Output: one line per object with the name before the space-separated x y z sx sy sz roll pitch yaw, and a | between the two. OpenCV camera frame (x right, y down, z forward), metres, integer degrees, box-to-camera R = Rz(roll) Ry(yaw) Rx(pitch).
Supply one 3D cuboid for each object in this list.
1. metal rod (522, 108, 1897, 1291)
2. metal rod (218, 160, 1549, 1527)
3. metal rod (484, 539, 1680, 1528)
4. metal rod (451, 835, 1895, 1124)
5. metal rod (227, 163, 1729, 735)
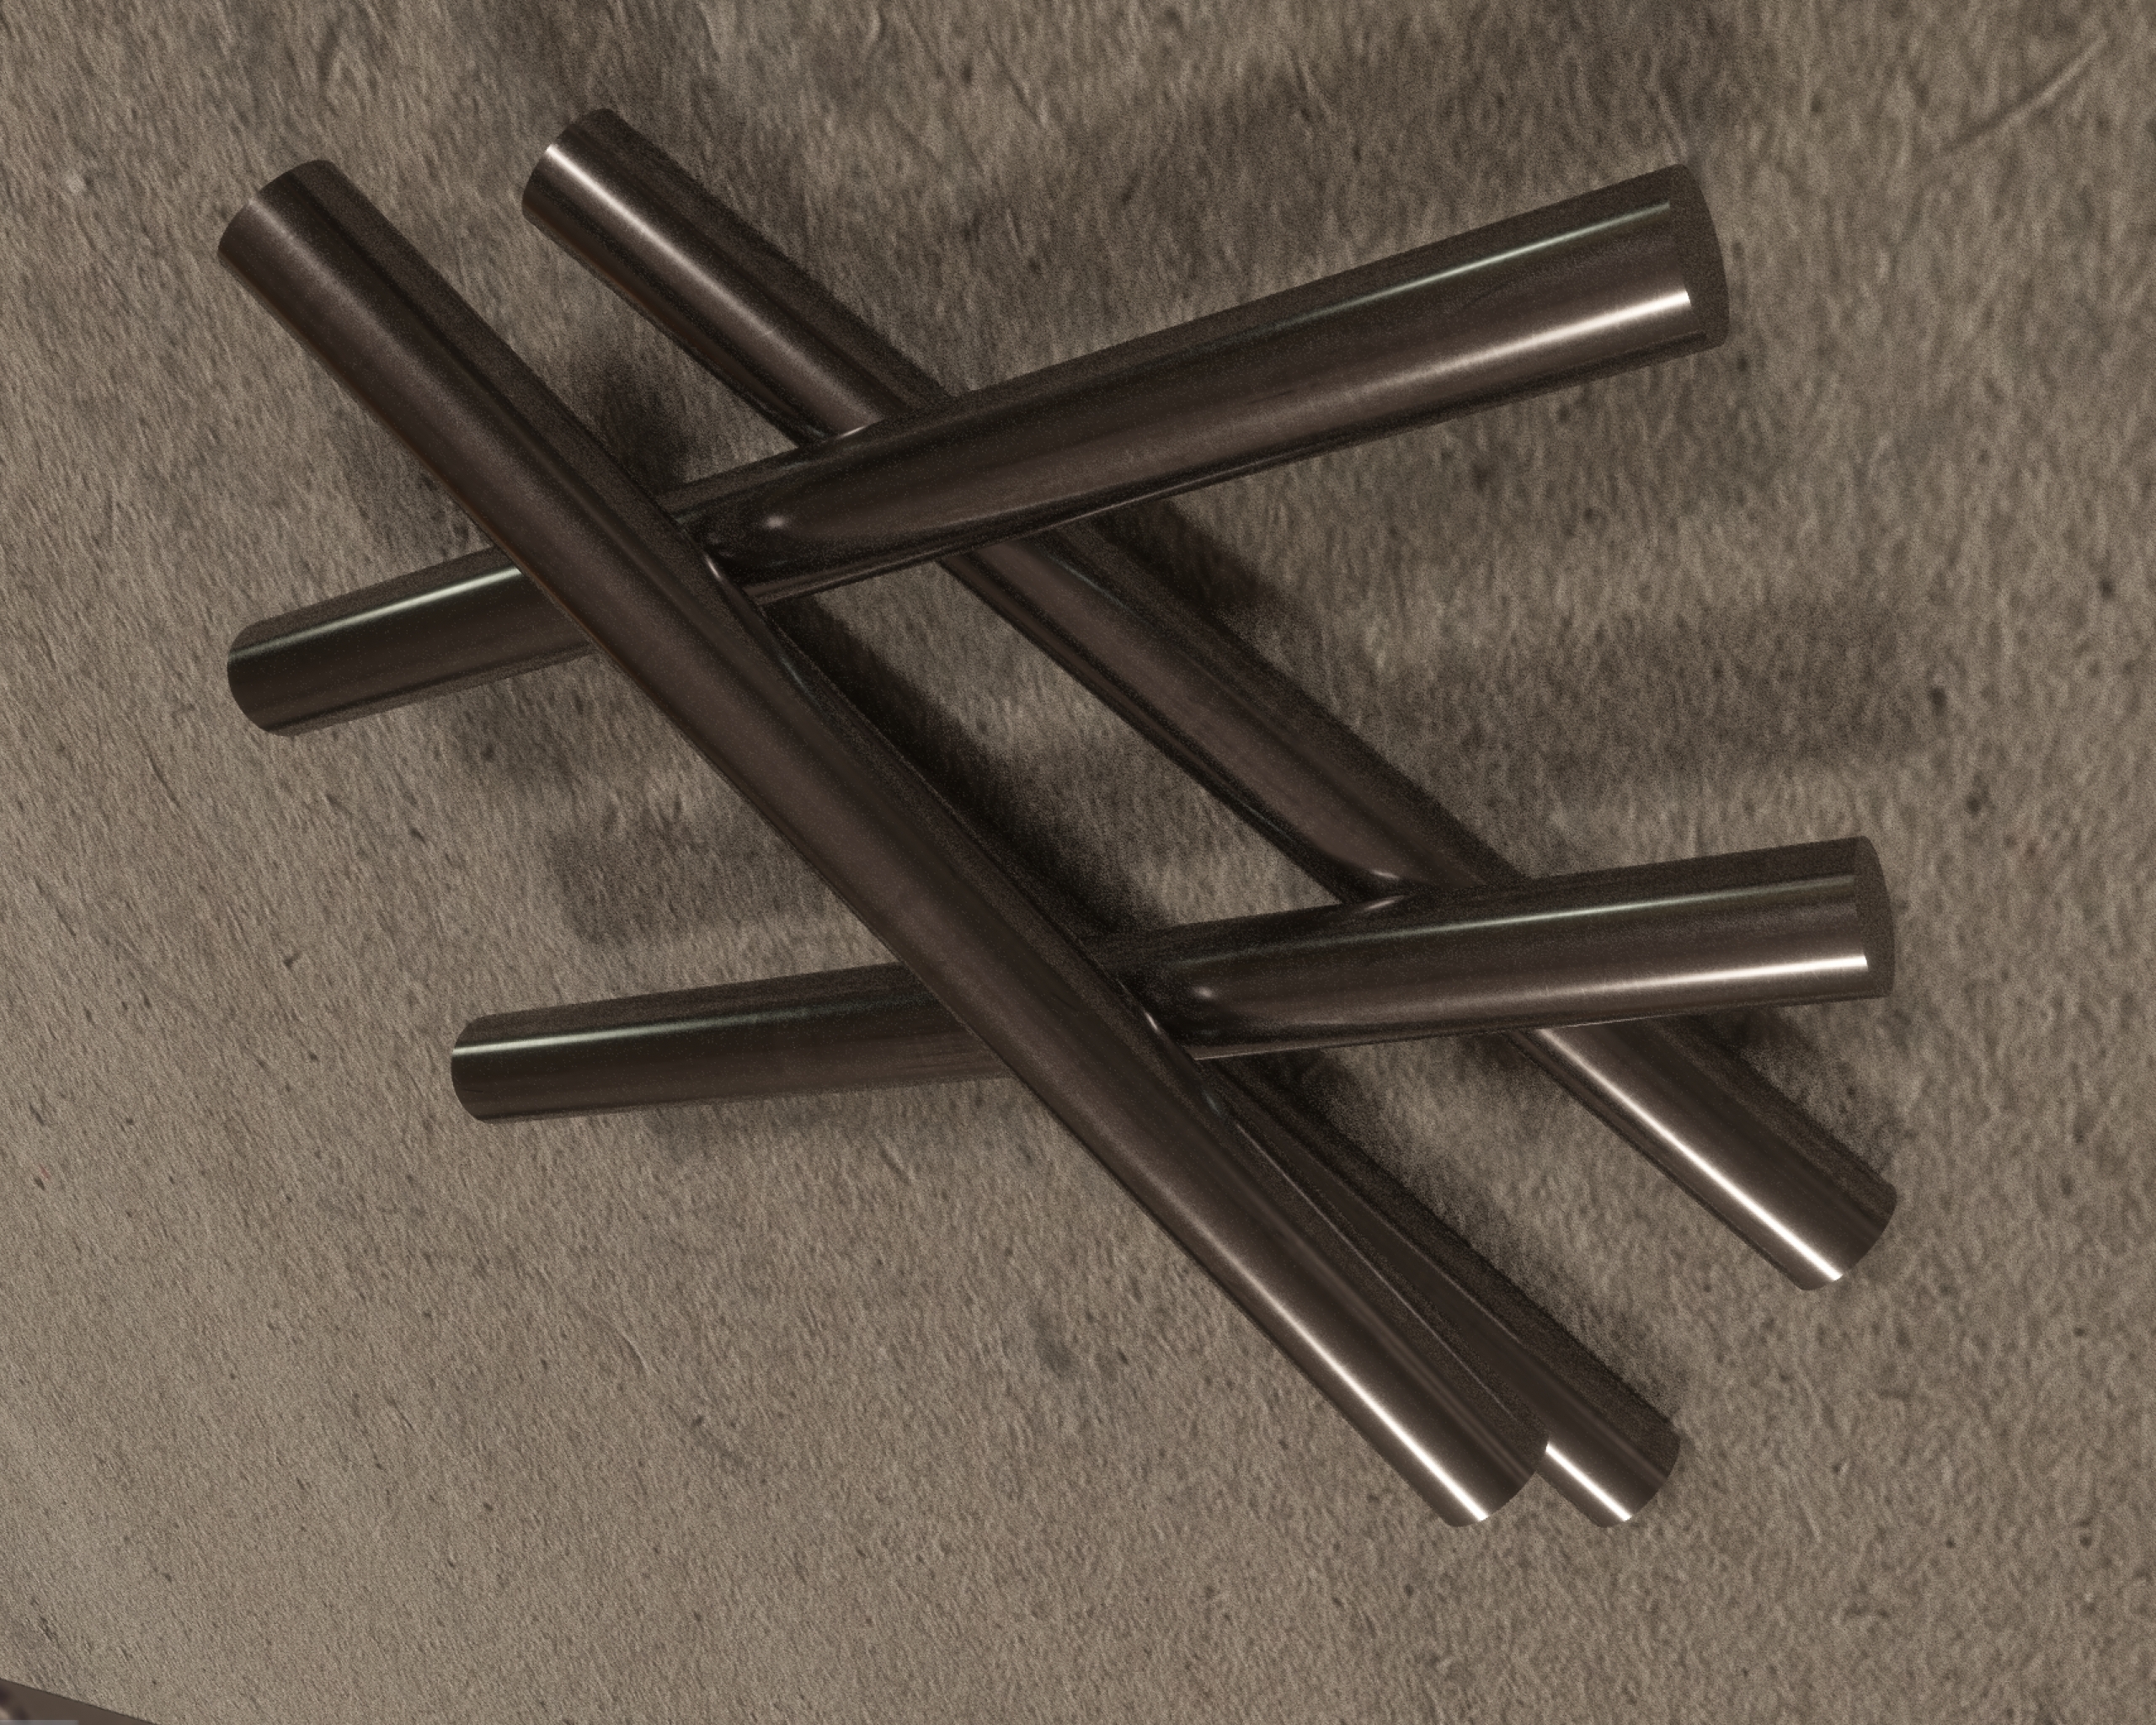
metal rod | 0.023 -0.029 0.376 0.300 0.025 0.025 40 129 0
metal rod | -0.029 0.001 0.358 0.300 0.025 0.025 46 129 -5
metal rod | 0.001 0.026 0.421 0.300 0.025 0.025 42 129 -1
metal rod | -0.005 0.028 0.395 0.300 0.025 0.025 -9 114 31
metal rod | -0.042 -0.060 0.360 0.300 0.025 0.025 -10 114 32
